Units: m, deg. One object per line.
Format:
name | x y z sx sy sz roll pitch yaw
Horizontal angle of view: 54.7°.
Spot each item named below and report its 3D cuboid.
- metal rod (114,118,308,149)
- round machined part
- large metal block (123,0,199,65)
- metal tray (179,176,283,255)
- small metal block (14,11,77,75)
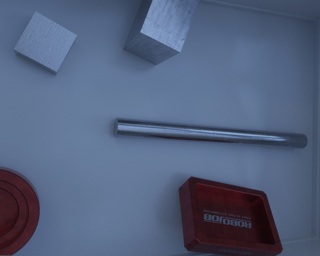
metal rod | 0.085 0.010 0.443 0.302 0.025 0.025 4 89 -20
round machined part | -0.183 0.089 0.334 0.099 0.042 0.097 0 90 -21
large metal block | 0.001 -0.131 0.382 0.050 0.080 0.080 22 83 -19
metal tray | 0.093 0.122 0.417 0.131 0.030 0.090 14 46 -20
small metal block | -0.133 -0.097 0.362 0.050 0.025 0.050 28 81 -18
